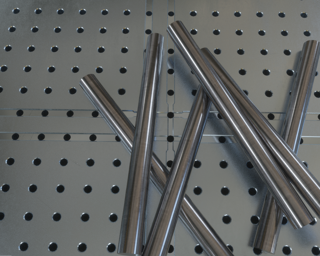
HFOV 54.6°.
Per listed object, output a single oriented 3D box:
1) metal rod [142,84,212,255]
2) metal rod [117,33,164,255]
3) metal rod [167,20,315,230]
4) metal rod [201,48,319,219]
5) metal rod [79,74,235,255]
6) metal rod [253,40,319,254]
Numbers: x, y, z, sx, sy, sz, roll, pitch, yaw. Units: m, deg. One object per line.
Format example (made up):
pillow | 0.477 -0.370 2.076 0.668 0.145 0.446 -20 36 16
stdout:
metal rod | 0.019 0.067 0.360 0.025 0.025 0.300 17 61 6
metal rod | -0.019 -0.001 0.388 0.025 0.025 0.300 5 61 2
metal rod | 0.091 -0.017 0.390 0.025 0.025 0.299 -27 72 -9
metal rod | 0.132 0.007 0.388 0.025 0.025 0.299 -28 65 -10
metal rod | -0.012 0.045 0.395 0.025 0.025 0.300 -35 74 -12
metal rod | 0.173 0.010 0.408 0.025 0.025 0.300 19 71 7
